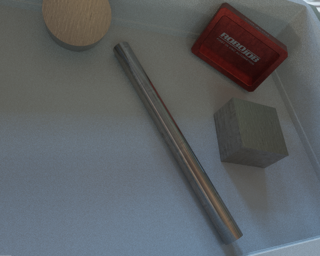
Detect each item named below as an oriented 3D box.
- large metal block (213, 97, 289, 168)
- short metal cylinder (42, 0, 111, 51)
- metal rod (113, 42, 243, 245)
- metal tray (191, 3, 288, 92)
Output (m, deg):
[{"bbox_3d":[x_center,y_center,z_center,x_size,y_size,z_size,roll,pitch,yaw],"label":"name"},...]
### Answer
[{"bbox_3d":[0.132,0.009,0.458,0.081,0.050,0.080,11,57,-23],"label":"large metal block"},{"bbox_3d":[-0.106,-0.142,0.396,0.081,0.050,0.079,-2,96,-17],"label":"short metal cylinder"},{"bbox_3d":[0.016,0.009,0.410,0.025,0.025,0.299,-20,72,-36],"label":"metal rod"},{"bbox_3d":[0.130,-0.130,0.512,0.130,0.089,0.030,33,38,-7],"label":"metal tray"}]
